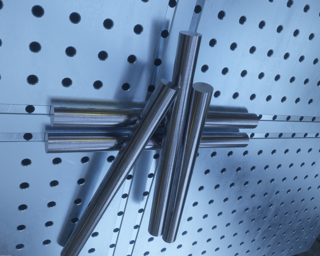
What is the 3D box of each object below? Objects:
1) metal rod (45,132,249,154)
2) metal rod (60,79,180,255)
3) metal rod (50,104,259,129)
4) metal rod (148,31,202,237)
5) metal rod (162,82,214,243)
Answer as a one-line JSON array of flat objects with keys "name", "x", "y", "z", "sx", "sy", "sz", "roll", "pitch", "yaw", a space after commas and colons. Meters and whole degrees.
[{"name": "metal rod", "x": 0.003, "y": 0.018, "z": 0.426, "sx": 0.303, "sy": 0.025, "sz": 0.025, "roll": 1, "pitch": 118, "yaw": -29}, {"name": "metal rod", "x": -0.061, "y": 0.070, "z": 0.398, "sx": 0.025, "sy": 0.025, "sz": 0.298, "roll": 15, "pitch": 117, "yaw": -35}, {"name": "metal rod", "x": 0.014, "y": -0.012, "z": 0.413, "sx": 0.303, "sy": 0.025, "sz": 0.025, "roll": 1, "pitch": 118, "yaw": -29}, {"name": "metal rod", "x": 0.014, "y": 0.027, "z": 0.405, "sx": 0.025, "sy": 0.025, "sz": 0.298, "roll": -6, "pitch": 122, "yaw": -26}, {"name": "metal rod", "x": 0.033, "y": 0.071, "z": 0.451, "sx": 0.025, "sy": 0.025, "sz": 0.298, "roll": -10, "pitch": 130, "yaw": -23}]
